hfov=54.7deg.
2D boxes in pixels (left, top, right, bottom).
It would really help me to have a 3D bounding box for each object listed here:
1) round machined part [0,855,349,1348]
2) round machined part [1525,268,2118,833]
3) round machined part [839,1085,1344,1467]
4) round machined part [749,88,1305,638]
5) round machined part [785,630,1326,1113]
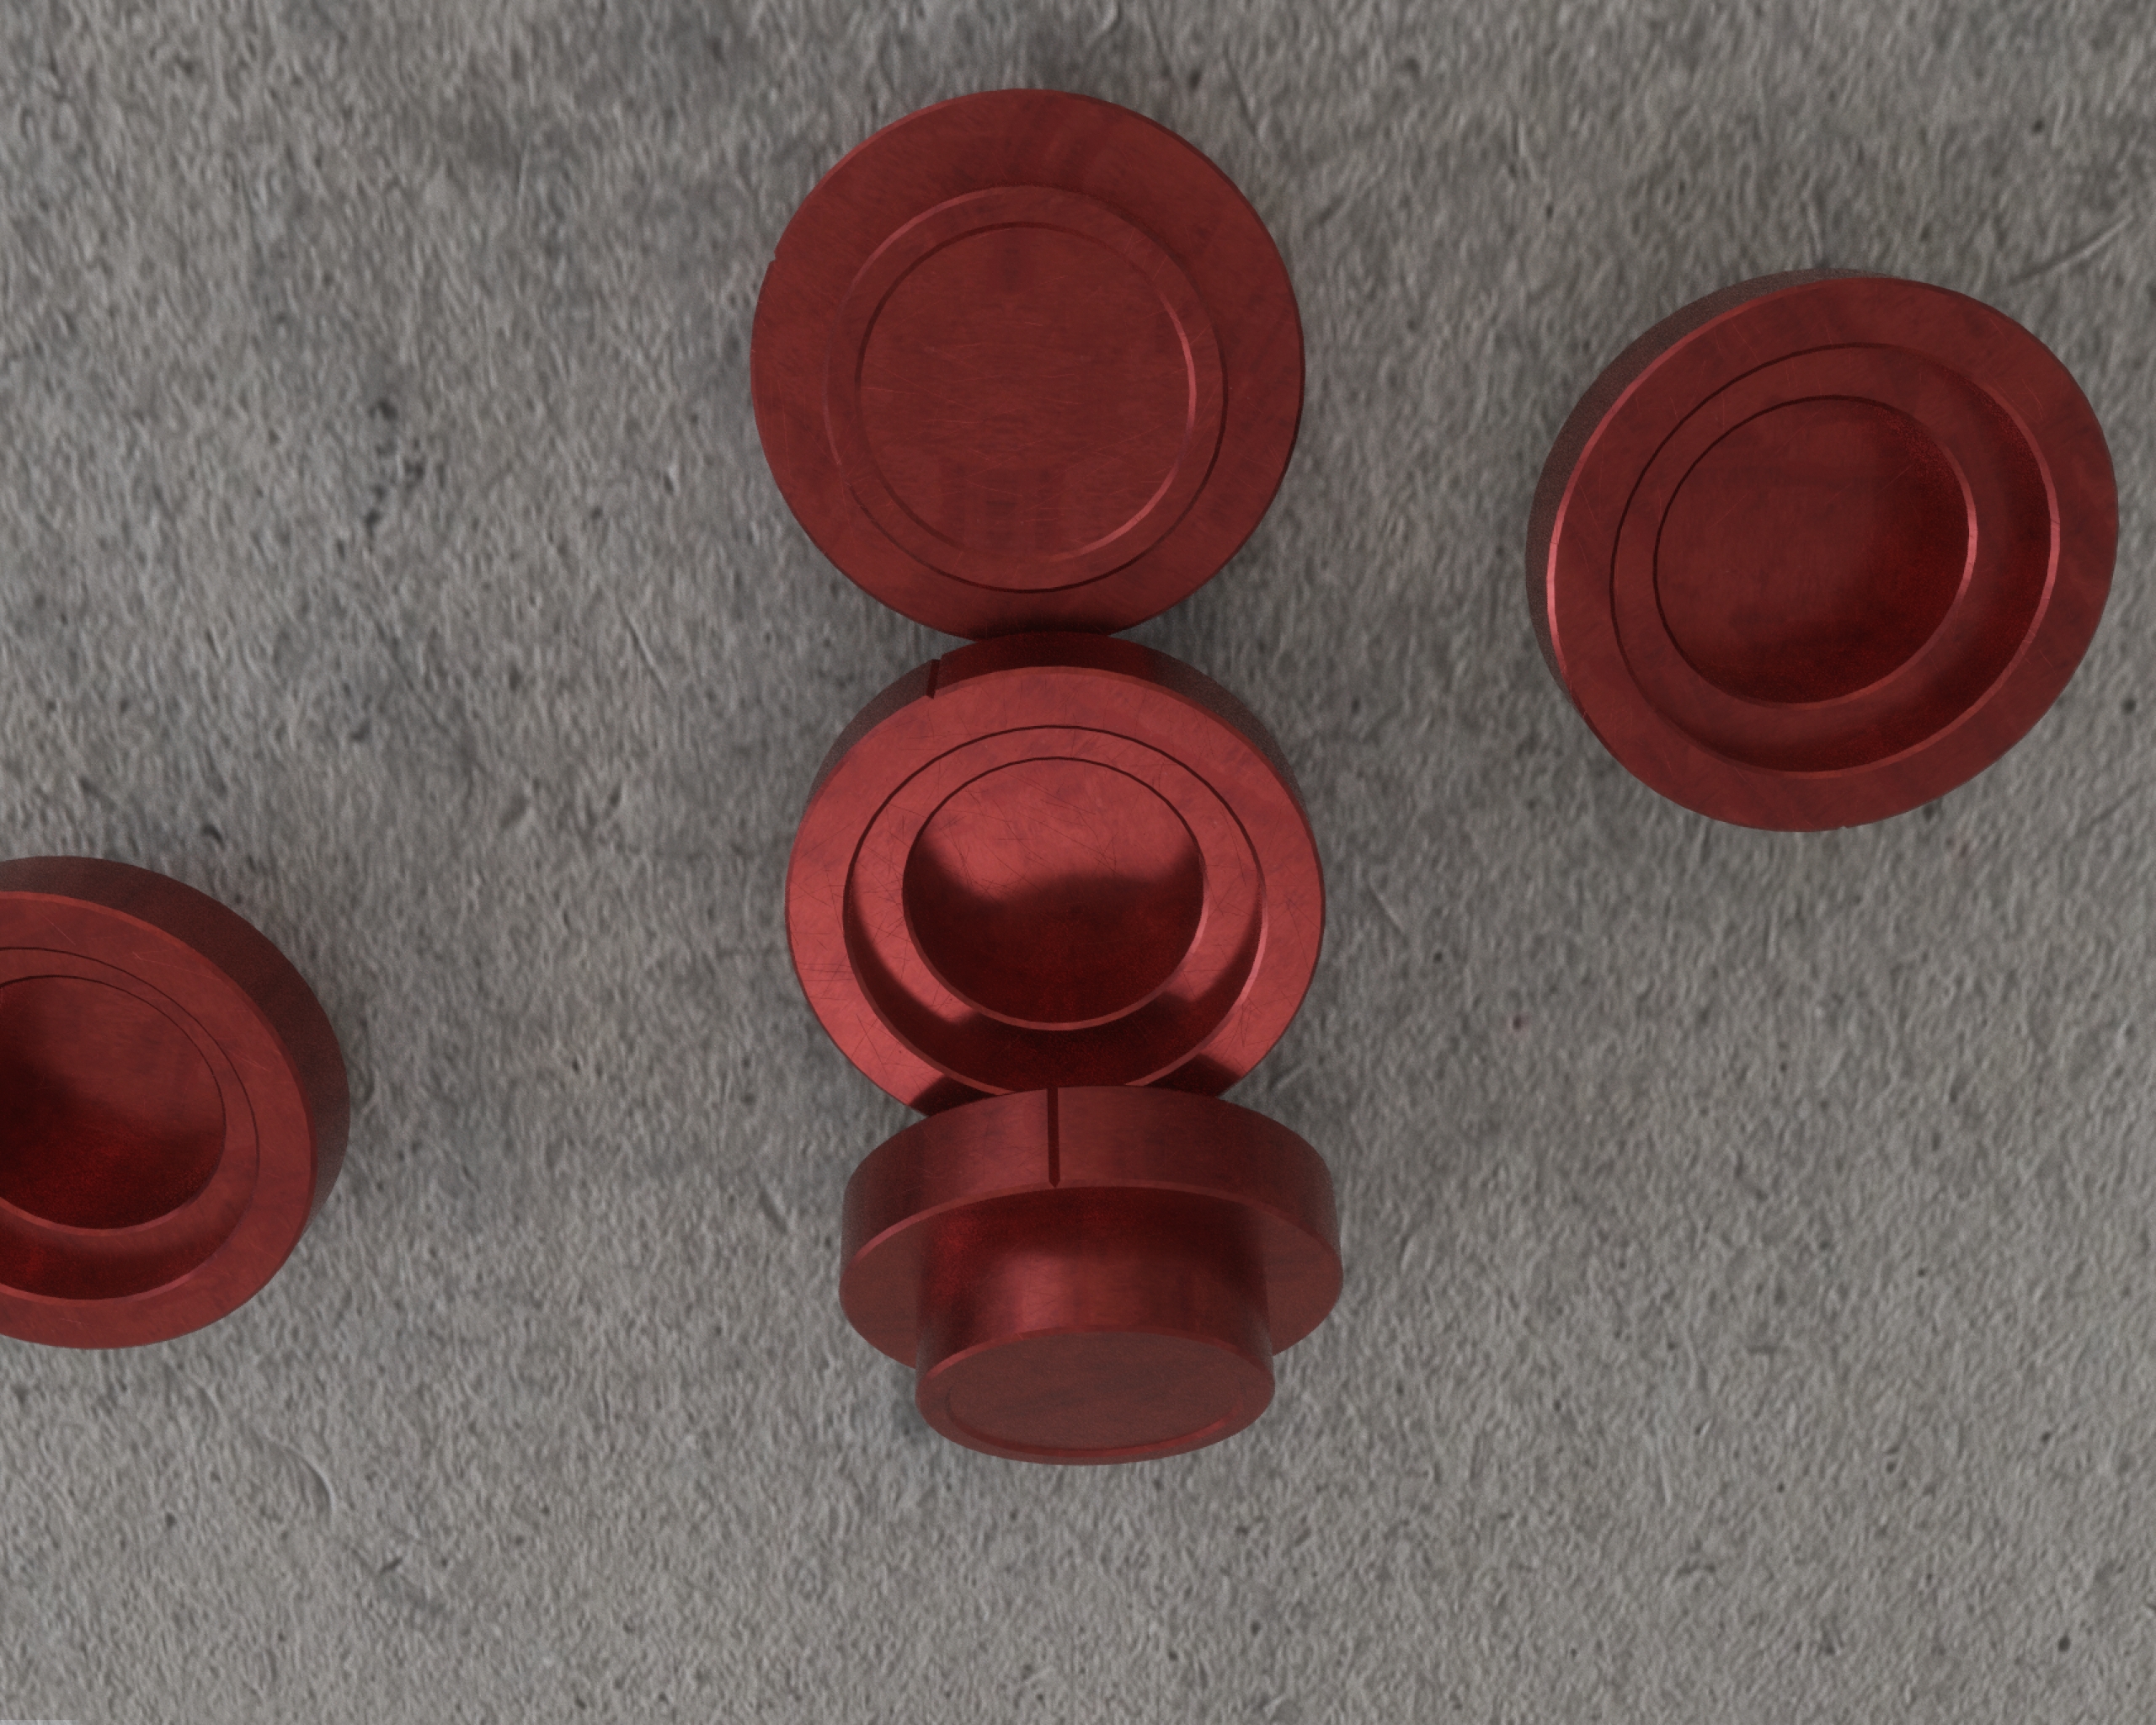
[{"bbox_3d":[-0.194,0.044,0.415,0.099,0.042,0.097,0,110,0],"label":"round machined part"},{"bbox_3d":[0.131,-0.058,0.380,0.099,0.042,0.097,0,110,0],"label":"round machined part"},{"bbox_3d":[0.003,0.086,0.408,0.099,0.042,0.098,-2,144,-1],"label":"round machined part"},{"bbox_3d":[-0.009,-0.085,0.369,0.099,0.042,0.097,0,110,0],"label":"round machined part"},{"bbox_3d":[-0.004,0.002,0.398,0.099,0.042,0.097,0,115,-1],"label":"round machined part"}]
